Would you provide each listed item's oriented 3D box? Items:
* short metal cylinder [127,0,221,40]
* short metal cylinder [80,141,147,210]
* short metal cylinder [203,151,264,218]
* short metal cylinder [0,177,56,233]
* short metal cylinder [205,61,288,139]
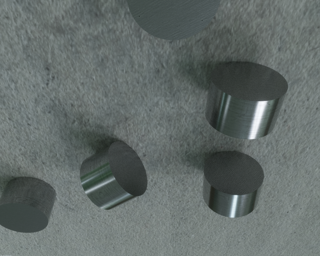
[{"bbox_3d":[0.012,-0.128,0.282,0.081,0.050,0.079,0,130,0],"label":"short metal cylinder"},{"bbox_3d":[-0.062,0.065,0.426,0.050,0.080,0.080,-30,124,23],"label":"short metal cylinder"},{"bbox_3d":[0.102,0.078,0.440,0.080,0.080,0.050,-3,130,2],"label":"short metal cylinder"},{"bbox_3d":[-0.212,0.123,0.492,0.081,0.050,0.079,0,130,0],"label":"short metal cylinder"},{"bbox_3d":[0.094,-0.033,0.345,0.081,0.080,0.050,1,130,-2],"label":"short metal cylinder"}]
